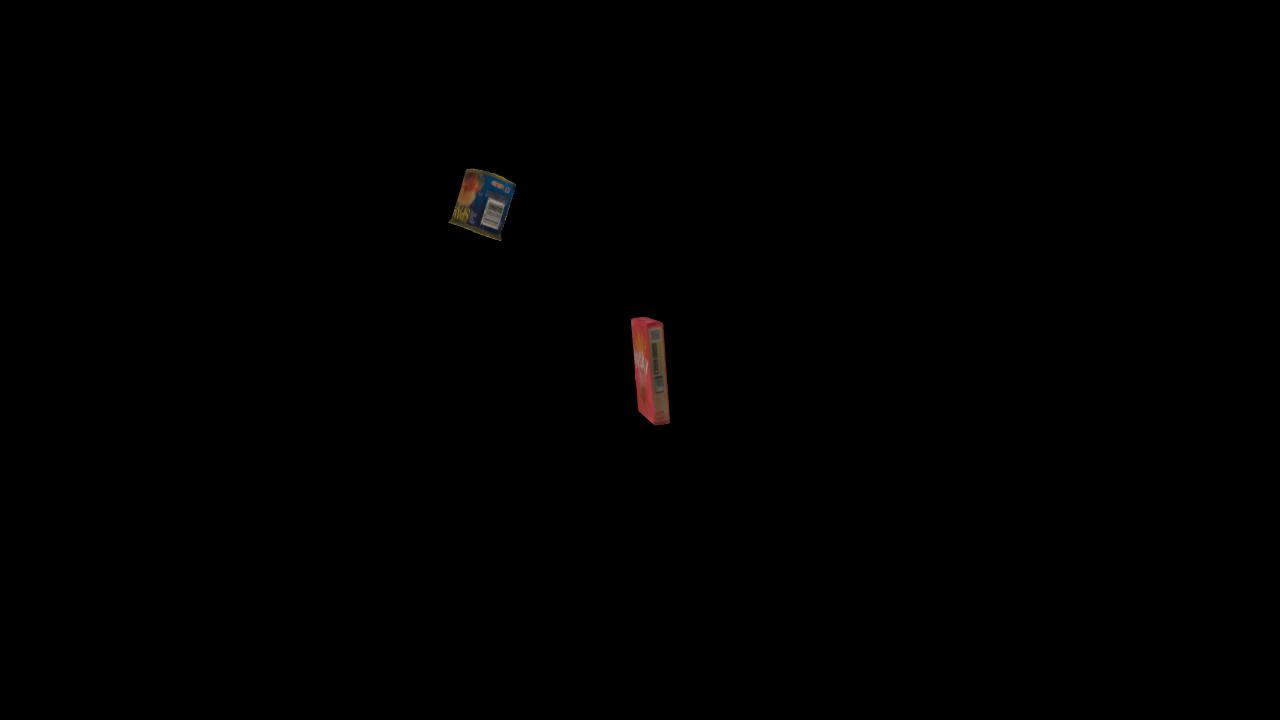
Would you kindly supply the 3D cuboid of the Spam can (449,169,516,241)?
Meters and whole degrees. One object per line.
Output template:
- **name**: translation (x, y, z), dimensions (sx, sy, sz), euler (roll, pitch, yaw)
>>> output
- **Spam can**: translation (-0.227, -0.226, 0.890), dimensions (0.058, 0.085, 0.101), euler (15, 8, -38)

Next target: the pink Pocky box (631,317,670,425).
- **pink Pocky box**: translation (0.015, 0.015, 0.937), dimensions (0.029, 0.155, 0.084), euler (-8, 12, -16)
